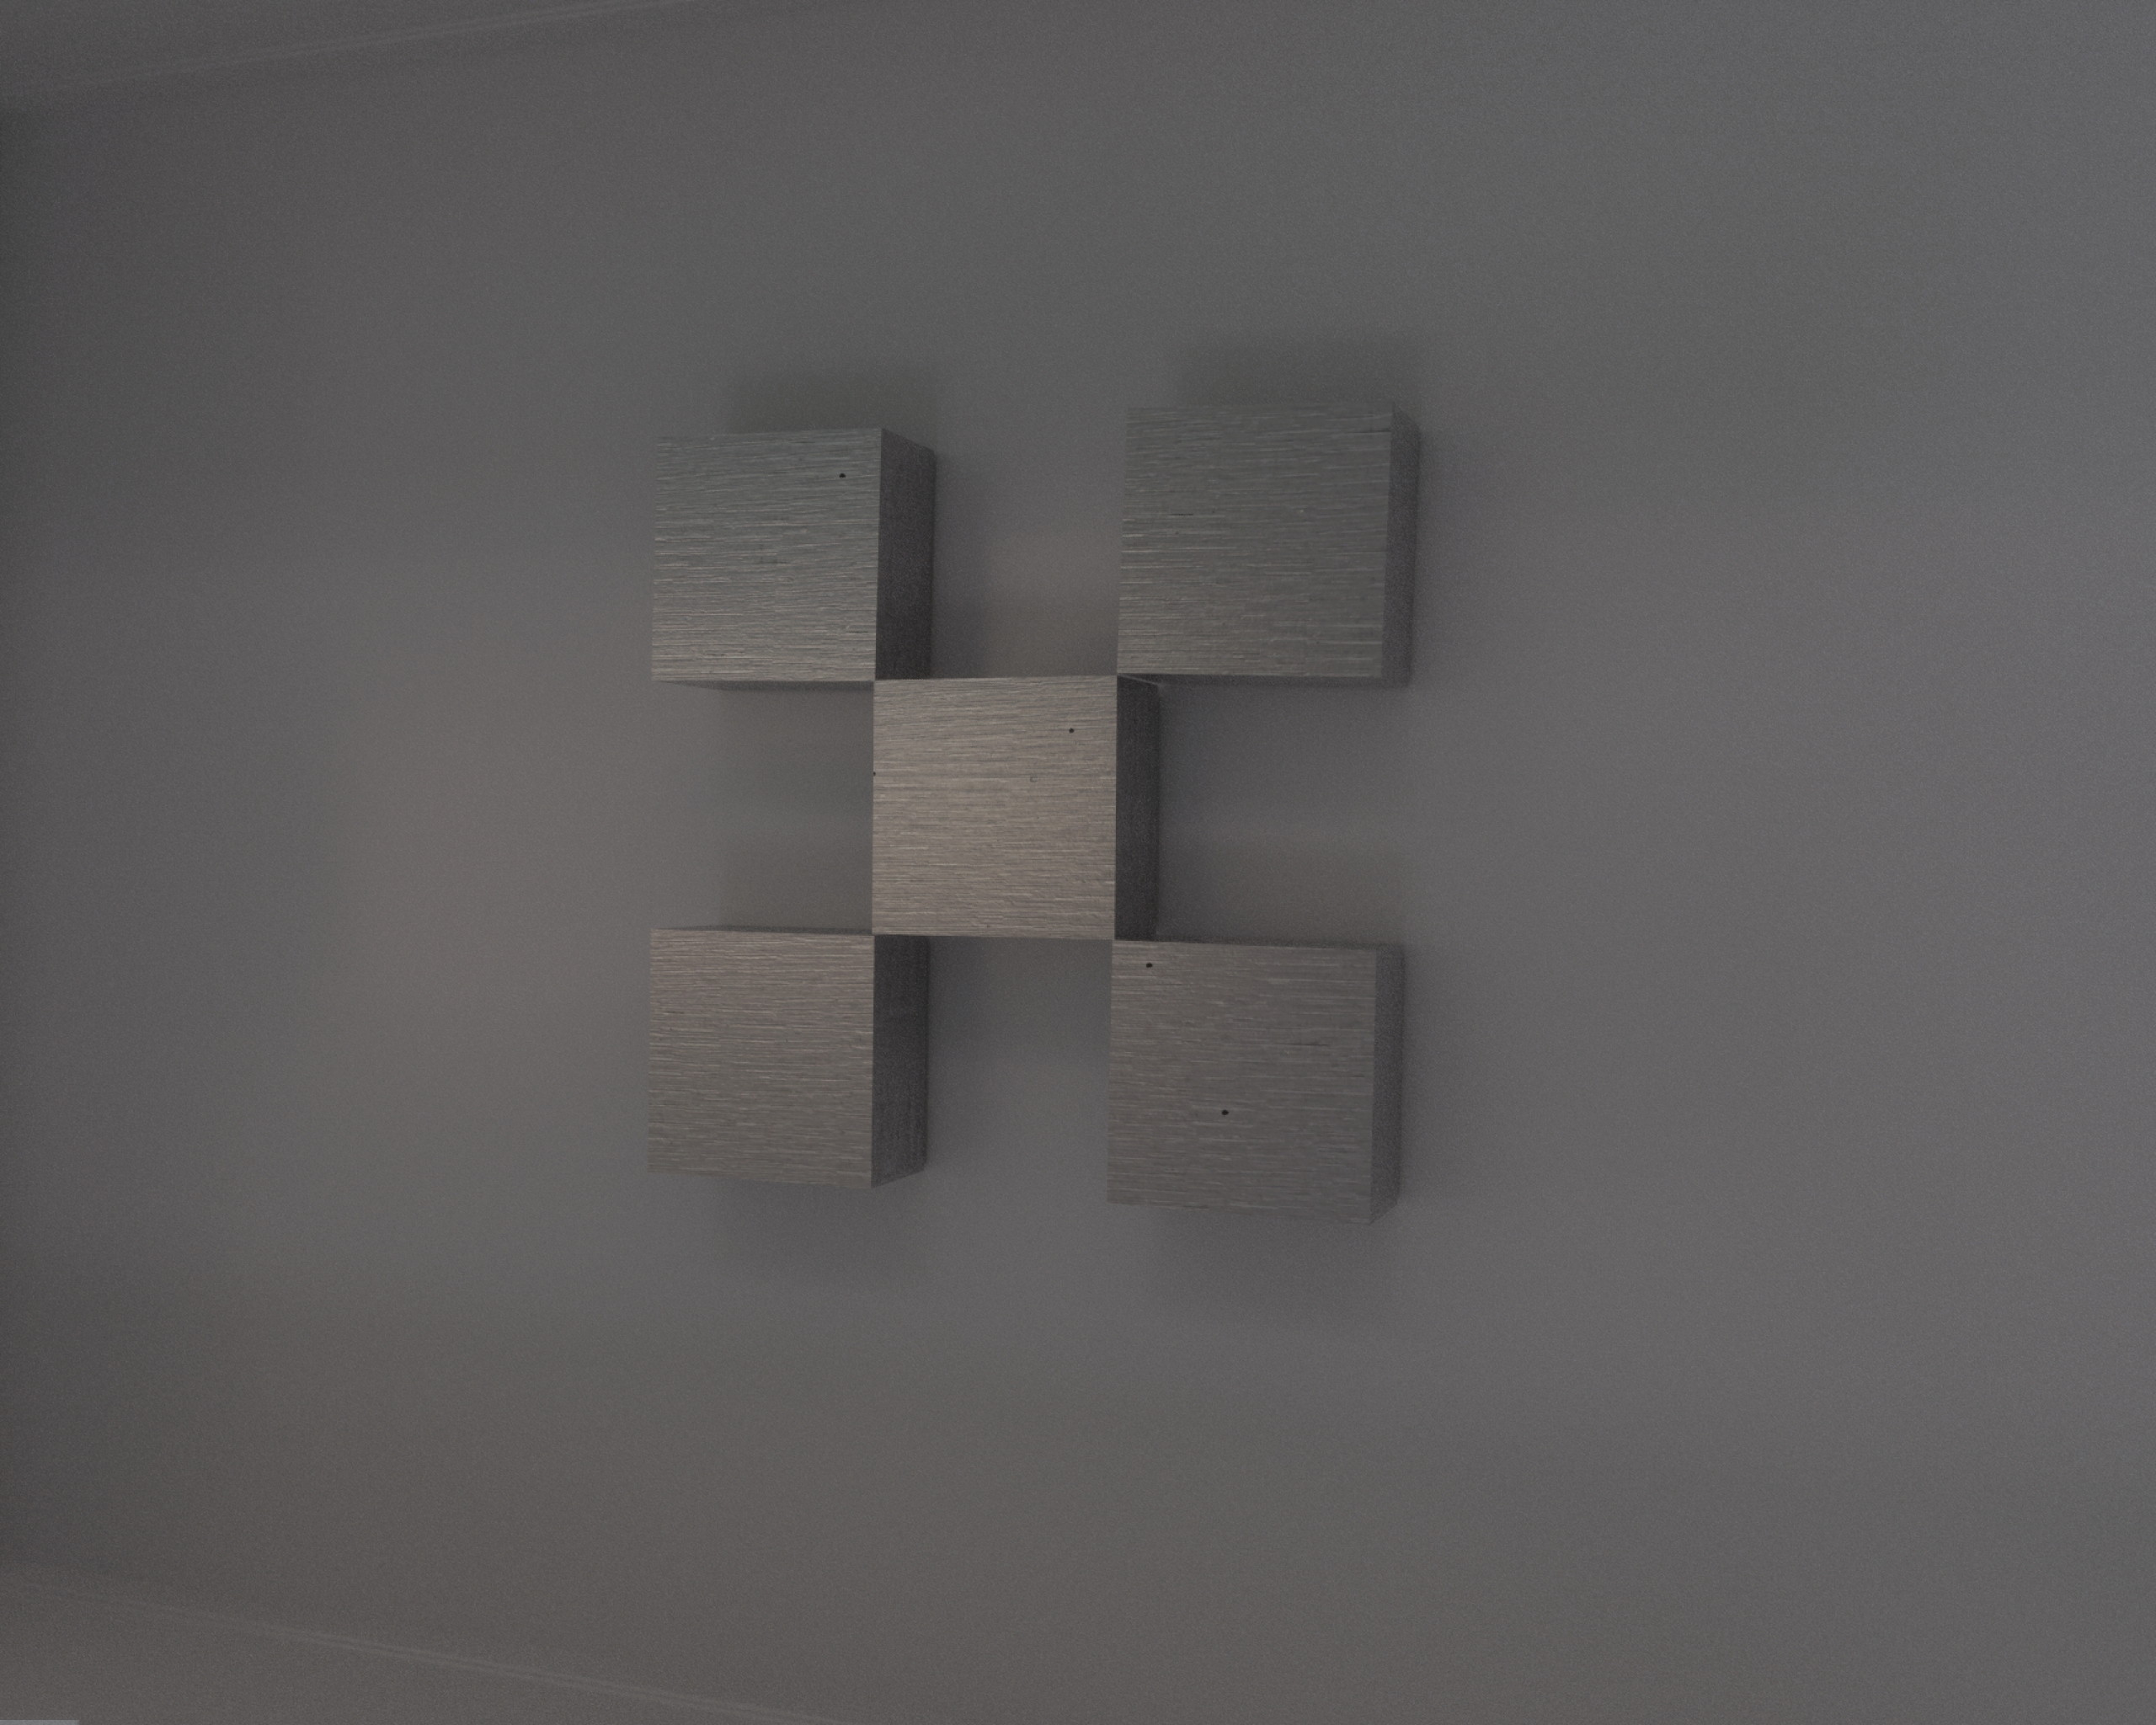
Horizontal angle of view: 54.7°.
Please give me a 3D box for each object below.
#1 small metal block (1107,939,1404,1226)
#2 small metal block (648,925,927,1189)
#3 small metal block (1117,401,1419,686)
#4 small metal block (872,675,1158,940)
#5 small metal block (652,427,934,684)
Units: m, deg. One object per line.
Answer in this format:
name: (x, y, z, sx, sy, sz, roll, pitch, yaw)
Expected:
small metal block: (0.034, 0.040, 0.396, 0.050, 0.025, 0.050, 1, 91, 20)
small metal block: (-0.060, 0.039, 0.429, 0.050, 0.025, 0.050, 1, 90, 20)
small metal block: (0.036, -0.059, 0.395, 0.050, 0.025, 0.050, 3, 91, 20)
small metal block: (-0.012, -0.011, 0.412, 0.050, 0.025, 0.050, 1, 90, 20)
small metal block: (-0.058, -0.061, 0.429, 0.050, 0.025, 0.050, 2, 91, 20)
